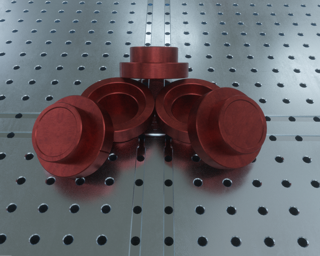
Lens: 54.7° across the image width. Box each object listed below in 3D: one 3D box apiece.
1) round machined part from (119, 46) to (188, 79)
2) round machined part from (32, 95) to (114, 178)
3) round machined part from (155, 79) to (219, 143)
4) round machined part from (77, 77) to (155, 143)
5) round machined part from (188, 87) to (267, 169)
[{"bbox_3d":[-0.009,-0.094,0.442,0.099,0.042,0.098,0,12,0],"label":"round machined part"},{"bbox_3d":[-0.107,0.008,0.358,0.098,0.042,0.098,-5,76,21],"label":"round machined part"},{"bbox_3d":[0.043,-0.018,0.412,0.099,0.042,0.098,0,50,0],"label":"round machined part"},{"bbox_3d":[-0.056,-0.019,0.411,0.099,0.042,0.098,0,50,0],"label":"round machined part"},{"bbox_3d":[0.085,-0.001,0.364,0.099,0.042,0.097,5,79,-25],"label":"round machined part"}]
